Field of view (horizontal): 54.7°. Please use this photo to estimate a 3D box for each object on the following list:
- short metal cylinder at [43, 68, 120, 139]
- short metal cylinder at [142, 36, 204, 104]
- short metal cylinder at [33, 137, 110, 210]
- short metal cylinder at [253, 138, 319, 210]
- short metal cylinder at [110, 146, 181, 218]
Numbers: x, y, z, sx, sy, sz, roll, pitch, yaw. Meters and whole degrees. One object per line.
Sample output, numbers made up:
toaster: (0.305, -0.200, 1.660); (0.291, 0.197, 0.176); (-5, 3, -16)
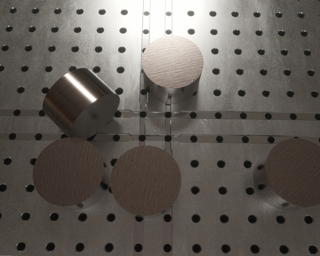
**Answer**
short metal cylinder: (-0.098, -0.029, 0.392); (0.050, 0.080, 0.080); (43, 75, 13)
short metal cylinder: (0.017, -0.079, 0.428); (0.081, 0.050, 0.080); (0, 70, -1)
short metal cylinder: (-0.105, 0.057, 0.376); (0.081, 0.050, 0.080); (0, 70, 0)
short metal cylinder: (0.162, 0.058, 0.379); (0.081, 0.050, 0.080); (0, 70, 0)
short metal cylinder: (-0.016, 0.066, 0.374); (0.081, 0.050, 0.080); (0, 70, 0)
